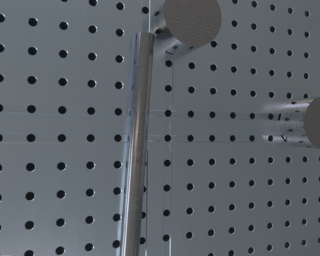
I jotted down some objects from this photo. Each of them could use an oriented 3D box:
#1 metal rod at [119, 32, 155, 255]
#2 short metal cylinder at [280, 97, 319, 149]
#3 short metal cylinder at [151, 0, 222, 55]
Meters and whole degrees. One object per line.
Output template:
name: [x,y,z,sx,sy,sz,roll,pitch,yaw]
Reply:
metal rod: [-0.030,0.027,0.401,0.025,0.025,0.298,5,89,-20]
short metal cylinder: [0.239,-0.008,0.488,0.081,0.050,0.079,0,90,-20]
short metal cylinder: [0.034,-0.142,0.412,0.081,0.050,0.079,0,90,-20]
